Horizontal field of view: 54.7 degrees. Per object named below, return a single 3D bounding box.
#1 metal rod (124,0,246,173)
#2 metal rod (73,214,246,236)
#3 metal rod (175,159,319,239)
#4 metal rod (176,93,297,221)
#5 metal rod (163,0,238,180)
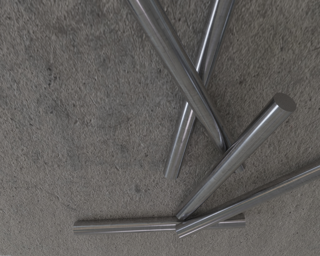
[{"bbox_3d":[0.047,-0.027,0.350,0.025,0.025,0.300,-21,138,17],"label":"metal rod"},{"bbox_3d":[-0.002,0.173,0.553,0.302,0.025,0.025,-3,130,2],"label":"metal rod"},{"bbox_3d":[0.157,0.105,0.482,0.300,0.025,0.025,-30,124,18],"label":"metal rod"},{"bbox_3d":[0.082,0.061,0.421,0.025,0.025,0.298,13,141,-11],"label":"metal rod"},{"bbox_3d":[0.043,-0.044,0.369,0.025,0.025,0.298,8,130,-7],"label":"metal rod"}]
